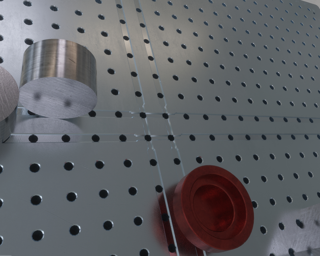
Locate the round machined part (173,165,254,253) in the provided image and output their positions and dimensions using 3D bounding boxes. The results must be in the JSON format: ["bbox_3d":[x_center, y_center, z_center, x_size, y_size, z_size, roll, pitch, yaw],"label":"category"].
[{"bbox_3d":[0.059,0.097,0.369,0.099,0.042,0.098,14,56,-21],"label":"round machined part"}]

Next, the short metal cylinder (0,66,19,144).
[{"bbox_3d":[-0.185,-0.023,0.306,0.081,0.050,0.080,14,56,-21],"label":"short metal cylinder"}]

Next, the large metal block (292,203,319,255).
[{"bbox_3d":[0.239,0.159,0.423,0.080,0.050,0.080,41,51,-1],"label":"large metal block"}]

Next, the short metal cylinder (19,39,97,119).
[{"bbox_3d":[-0.111,-0.052,0.345,0.081,0.080,0.050,7,59,-25],"label":"short metal cylinder"}]
